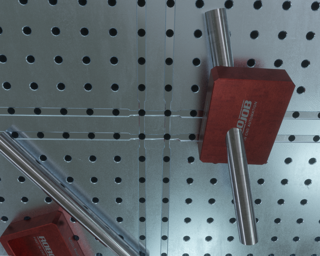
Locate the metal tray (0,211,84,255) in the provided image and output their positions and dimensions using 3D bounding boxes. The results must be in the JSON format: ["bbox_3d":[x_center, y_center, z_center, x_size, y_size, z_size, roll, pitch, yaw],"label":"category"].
[{"bbox_3d":[-0.174,0.200,0.481,0.090,0.030,0.129,-17,110,5],"label":"metal tray"}]

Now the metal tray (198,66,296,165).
[{"bbox_3d":[0.101,-0.011,0.387,0.091,0.030,0.129,2,129,-2],"label":"metal tray"}]

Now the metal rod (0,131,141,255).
[{"bbox_3d":[-0.122,0.120,0.455,0.025,0.025,0.300,-38,106,12],"label":"metal rod"}]

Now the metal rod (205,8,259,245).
[{"bbox_3d":[0.092,0.006,0.390,0.025,0.025,0.298,-10,100,3],"label":"metal rod"}]
